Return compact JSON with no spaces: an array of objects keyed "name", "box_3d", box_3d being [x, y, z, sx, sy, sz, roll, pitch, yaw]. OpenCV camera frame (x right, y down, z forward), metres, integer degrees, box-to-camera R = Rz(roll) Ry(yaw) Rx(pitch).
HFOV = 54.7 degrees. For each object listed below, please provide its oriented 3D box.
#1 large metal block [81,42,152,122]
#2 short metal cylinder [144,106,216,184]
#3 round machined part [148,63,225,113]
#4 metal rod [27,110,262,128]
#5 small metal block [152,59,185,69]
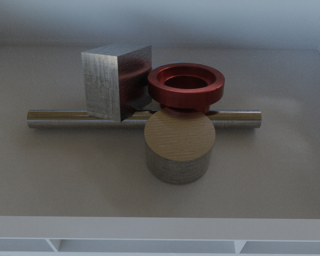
[{"name":"large metal block","box_3d":[-0.052,-0.063,0.401,0.050,0.079,0.080,12,27,24]},{"name":"short metal cylinder","box_3d":[0.022,0.020,0.369,0.081,0.050,0.080,0,50,0]},{"name":"round machined part","box_3d":[0.034,-0.049,0.408,0.099,0.042,0.098,0,33,0]},{"name":"metal rod","box_3d":[-0.019,-0.012,0.411,0.302,0.025,0.025,0,50,-1]},{"name":"small metal block","box_3d":[0.020,-0.073,0.466,0.050,0.025,0.050,-16,52,-14]}]
